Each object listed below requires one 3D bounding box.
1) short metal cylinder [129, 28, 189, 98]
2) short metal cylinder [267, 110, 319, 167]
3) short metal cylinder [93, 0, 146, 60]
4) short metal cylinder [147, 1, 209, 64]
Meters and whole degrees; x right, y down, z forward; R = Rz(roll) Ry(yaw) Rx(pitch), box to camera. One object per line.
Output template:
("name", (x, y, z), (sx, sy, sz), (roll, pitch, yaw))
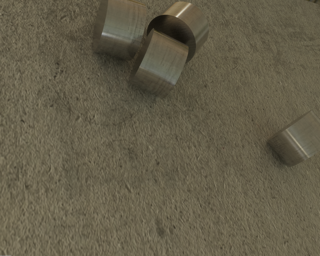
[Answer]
("short metal cylinder", (-0.003, -0.086, 0.419), (0.050, 0.080, 0.080), (23, 53, -15))
("short metal cylinder", (0.213, 0.016, 0.473), (0.081, 0.080, 0.050), (-28, 77, -37))
("short metal cylinder", (-0.057, -0.137, 0.421), (0.050, 0.080, 0.080), (10, 58, -23))
("short metal cylinder", (0.027, -0.143, 0.470), (0.080, 0.080, 0.050), (38, 51, -3))
